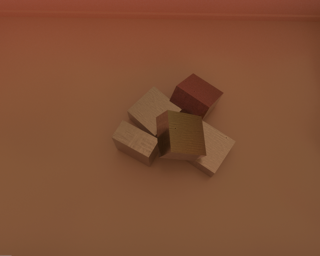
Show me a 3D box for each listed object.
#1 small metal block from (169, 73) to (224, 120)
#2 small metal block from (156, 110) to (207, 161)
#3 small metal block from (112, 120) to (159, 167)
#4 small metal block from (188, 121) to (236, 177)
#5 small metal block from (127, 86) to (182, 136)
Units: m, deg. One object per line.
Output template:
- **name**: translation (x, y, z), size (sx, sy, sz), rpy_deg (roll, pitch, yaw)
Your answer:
- **small metal block**: translation (0.049, -0.042, 0.412), size (0.050, 0.025, 0.050), rpy_deg (35, 41, 11)
- **small metal block**: translation (0.025, 0.010, 0.366), size (0.050, 0.025, 0.050), rpy_deg (9, 66, -32)
- **small metal block**: translation (-0.029, 0.020, 0.386), size (0.050, 0.050, 0.025), rpy_deg (28, 73, 9)
- **small metal block**: translation (0.060, 0.027, 0.399), size (0.050, 0.025, 0.050), rpy_deg (34, 73, 11)
- **small metal block**: translation (-0.007, -0.019, 0.414), size (0.050, 0.025, 0.050), rpy_deg (42, 75, 13)
